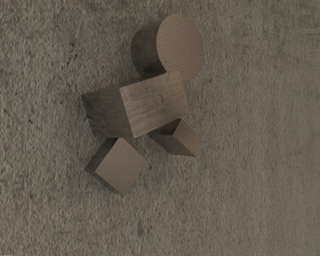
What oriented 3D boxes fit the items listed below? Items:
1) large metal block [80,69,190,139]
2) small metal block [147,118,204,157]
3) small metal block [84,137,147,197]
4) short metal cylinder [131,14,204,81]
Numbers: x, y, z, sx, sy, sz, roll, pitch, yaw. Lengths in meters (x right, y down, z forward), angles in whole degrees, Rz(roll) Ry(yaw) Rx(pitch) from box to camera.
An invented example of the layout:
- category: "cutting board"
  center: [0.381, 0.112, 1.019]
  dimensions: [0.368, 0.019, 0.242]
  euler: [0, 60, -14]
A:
- category: "large metal block"
  center: [-0.028, -0.027, 0.345]
  dimensions: [0.081, 0.080, 0.050]
  euler: [-25, 106, -37]
- category: "small metal block"
  center: [0.021, 0.013, 0.406]
  dimensions: [0.050, 0.050, 0.025]
  euler: [43, 64, -32]
- category: "small metal block"
  center: [-0.051, 0.044, 0.362]
  dimensions: [0.050, 0.025, 0.050]
  euler: [48, 62, -29]
- category: "short metal cylinder"
  center: [0.011, -0.098, 0.397]
  dimensions: [0.081, 0.050, 0.080]
  euler: [0, 90, -40]
